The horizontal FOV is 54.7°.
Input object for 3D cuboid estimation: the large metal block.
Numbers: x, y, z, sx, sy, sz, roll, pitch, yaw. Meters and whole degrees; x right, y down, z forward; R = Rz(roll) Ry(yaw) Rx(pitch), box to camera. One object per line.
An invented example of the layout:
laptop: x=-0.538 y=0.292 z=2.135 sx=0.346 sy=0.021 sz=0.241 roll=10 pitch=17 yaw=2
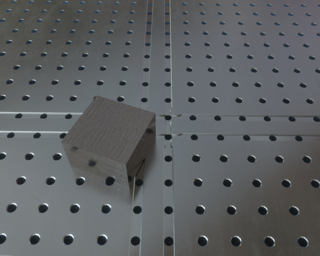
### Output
large metal block: x=-0.058 y=0.014 z=0.379 sx=0.080 sy=0.050 sz=0.080 roll=18 pitch=52 yaw=14
